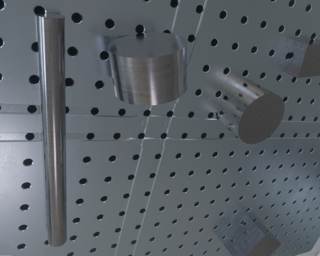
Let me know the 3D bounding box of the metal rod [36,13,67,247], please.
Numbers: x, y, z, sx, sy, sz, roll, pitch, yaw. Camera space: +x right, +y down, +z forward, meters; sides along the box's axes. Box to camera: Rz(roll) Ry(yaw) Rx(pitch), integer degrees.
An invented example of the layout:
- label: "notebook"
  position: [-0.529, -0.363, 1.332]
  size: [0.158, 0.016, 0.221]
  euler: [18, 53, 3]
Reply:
- label: "metal rod"
  position: [-0.122, 0.025, 0.359]
  size: [0.025, 0.025, 0.298]
  euler: [-6, 121, -26]

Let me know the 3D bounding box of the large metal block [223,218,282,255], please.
- label: "large metal block"
  position: [0.196, 0.246, 0.656]
  size: [0.080, 0.050, 0.080]
  euler: [-49, 129, 6]

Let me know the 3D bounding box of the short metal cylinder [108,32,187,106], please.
- label: "short metal cylinder"
  position: [-0.012, -0.065, 0.329]
  size: [0.081, 0.080, 0.050]
  euler: [-17, 125, -19]

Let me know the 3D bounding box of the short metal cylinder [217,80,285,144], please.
- label: "short metal cylinder"
  position: [0.132, -0.023, 0.453]
  size: [0.081, 0.050, 0.079]
  euler: [-14, 124, -21]

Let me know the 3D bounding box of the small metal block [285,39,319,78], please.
- label: "small metal block"
  position: [0.225, -0.105, 0.469]
  size: [0.050, 0.025, 0.050]
  euler: [-9, 123, -24]
